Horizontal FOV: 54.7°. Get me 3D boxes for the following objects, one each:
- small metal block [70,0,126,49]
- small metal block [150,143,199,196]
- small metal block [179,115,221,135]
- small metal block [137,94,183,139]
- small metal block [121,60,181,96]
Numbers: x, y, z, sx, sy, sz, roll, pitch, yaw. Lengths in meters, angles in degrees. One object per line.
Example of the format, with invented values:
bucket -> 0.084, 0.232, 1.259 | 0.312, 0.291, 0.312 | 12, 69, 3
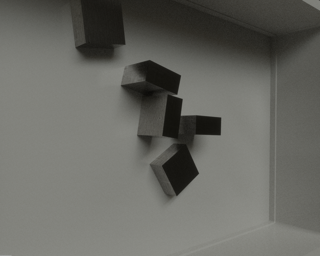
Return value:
small metal block -> -0.069, -0.117, 0.348 | 0.050, 0.025, 0.050 | -10, 96, -40
small metal block -> 0.021, 0.056, 0.424 | 0.050, 0.025, 0.050 | -38, 114, -33
small metal block -> 0.049, -0.003, 0.431 | 0.050, 0.050, 0.025 | 3, 89, -40
small metal block -> -0.001, -0.013, 0.389 | 0.025, 0.050, 0.050 | 12, 82, -40
small metal block -> -0.011, -0.059, 0.381 | 0.050, 0.050, 0.025 | 18, 79, -39
